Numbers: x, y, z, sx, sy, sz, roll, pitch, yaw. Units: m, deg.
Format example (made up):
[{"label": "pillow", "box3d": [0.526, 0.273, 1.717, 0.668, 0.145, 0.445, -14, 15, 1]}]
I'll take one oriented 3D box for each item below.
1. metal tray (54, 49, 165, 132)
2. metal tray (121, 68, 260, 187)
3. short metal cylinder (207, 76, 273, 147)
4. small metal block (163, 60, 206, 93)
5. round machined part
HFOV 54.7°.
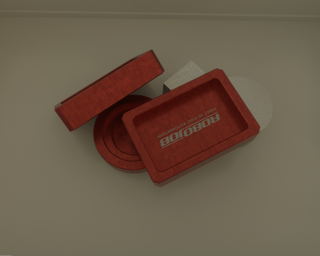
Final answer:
[{"label": "metal tray", "box3d": [-0.067, -0.048, 0.388, 0.131, 0.090, 0.030, -35, 106, -13]}, {"label": "metal tray", "box3d": [0.034, -0.001, 0.356, 0.131, 0.030, 0.090, -26, 71, -5]}, {"label": "short metal cylinder", "box3d": [0.098, -0.020, 0.402, 0.081, 0.050, 0.080, 0, 70, 0]}, {"label": "small metal block", "box3d": [0.031, -0.055, 0.414, 0.050, 0.050, 0.025, -41, 75, -15]}, {"label": "round machined part", "box3d": [-0.032, 0.010, 0.396, 0.099, 0.042, 0.098, 0, 70, -1]}]
